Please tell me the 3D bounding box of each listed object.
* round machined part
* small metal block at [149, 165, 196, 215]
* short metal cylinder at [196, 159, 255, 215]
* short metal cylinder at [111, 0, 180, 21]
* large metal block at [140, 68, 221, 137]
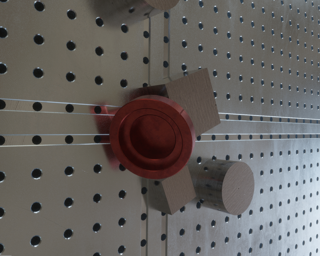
[{"bbox_3d":[-0.006,0.008,0.368,0.042,0.098,0.097,-49,126,-66],"label":"round machined part"},{"bbox_3d":[0.019,0.083,0.427,0.050,0.025,0.050,-27,107,-37],"label":"small metal block"},{"bbox_3d":[0.102,0.090,0.481,0.081,0.050,0.079,0,91,-40],"label":"short metal cylinder"},{"bbox_3d":[-0.018,-0.178,0.379,0.081,0.050,0.079,0,90,-40],"label":"short metal cylinder"},{"bbox_3d":[0.030,-0.030,0.420,0.081,0.050,0.080,-27,107,-37],"label":"large metal block"}]
